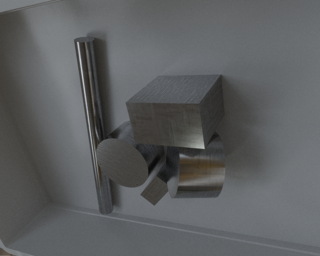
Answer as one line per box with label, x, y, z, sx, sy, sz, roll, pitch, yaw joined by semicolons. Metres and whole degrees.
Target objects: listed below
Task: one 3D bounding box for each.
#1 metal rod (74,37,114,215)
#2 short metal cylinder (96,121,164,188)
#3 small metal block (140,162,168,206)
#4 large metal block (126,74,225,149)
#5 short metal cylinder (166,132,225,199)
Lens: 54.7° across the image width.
metal rod;-0.095;0.016;0.466;0.025;0.025;0.298;13;124;20
short metal cylinder;-0.041;0.036;0.435;0.080;0.050;0.079;13;124;20
small metal block;0.004;0.073;0.434;0.025;0.050;0.050;38;129;2
large metal block;0.021;-0.022;0.347;0.080;0.080;0.050;3;120;26
short metal cylinder;0.039;0.043;0.369;0.050;0.080;0.079;2;125;-9
